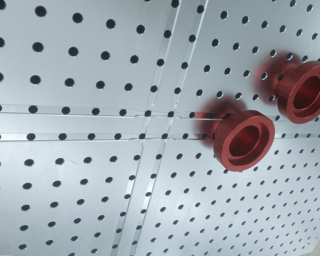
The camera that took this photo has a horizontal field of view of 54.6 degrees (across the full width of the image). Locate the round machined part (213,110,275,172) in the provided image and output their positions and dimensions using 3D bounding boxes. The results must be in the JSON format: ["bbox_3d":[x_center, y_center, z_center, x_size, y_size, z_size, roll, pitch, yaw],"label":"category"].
[{"bbox_3d":[0.123,0.016,0.476,0.099,0.042,0.097,-14,124,-21],"label":"round machined part"}]

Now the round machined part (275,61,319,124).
[{"bbox_3d":[0.222,-0.058,0.484,0.099,0.042,0.097,-14,124,-21],"label":"round machined part"}]
